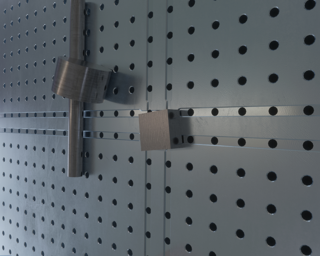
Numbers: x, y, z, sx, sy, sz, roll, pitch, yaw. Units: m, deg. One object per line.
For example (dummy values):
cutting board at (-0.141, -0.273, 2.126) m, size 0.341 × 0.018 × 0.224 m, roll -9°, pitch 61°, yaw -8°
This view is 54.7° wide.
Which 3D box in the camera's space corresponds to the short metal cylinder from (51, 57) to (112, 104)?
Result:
short metal cylinder at (-0.119, -0.074, 0.472) m, size 0.080 × 0.081 × 0.050 m, roll 27°, pitch 107°, yaw 36°

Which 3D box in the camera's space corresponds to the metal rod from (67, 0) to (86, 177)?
metal rod at (-0.142, -0.067, 0.526) m, size 0.025 × 0.025 × 0.298 m, roll 2°, pitch 91°, yaw 40°

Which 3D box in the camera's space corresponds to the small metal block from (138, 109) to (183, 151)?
small metal block at (0.000, 0.004, 0.409) m, size 0.050 × 0.025 × 0.050 m, roll -8°, pitch 85°, yaw 39°
